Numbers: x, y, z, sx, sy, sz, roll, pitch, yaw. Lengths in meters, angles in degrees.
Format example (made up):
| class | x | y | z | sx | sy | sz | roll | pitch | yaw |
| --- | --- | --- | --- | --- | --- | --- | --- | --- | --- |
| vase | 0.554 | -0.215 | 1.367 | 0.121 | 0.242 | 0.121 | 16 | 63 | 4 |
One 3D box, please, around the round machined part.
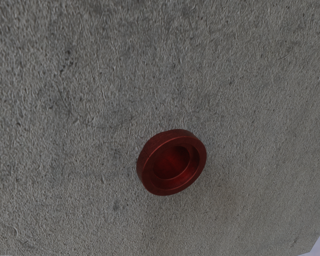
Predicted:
| class | x | y | z | sx | sy | sz | roll | pitch | yaw |
| --- | --- | --- | --- | --- | --- | --- | --- | --- | --- |
| round machined part | 0.012 | 0.043 | 0.432 | 0.099 | 0.042 | 0.097 | -14 | 125 | -21 |
